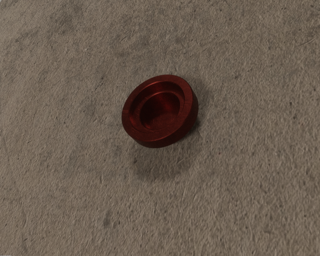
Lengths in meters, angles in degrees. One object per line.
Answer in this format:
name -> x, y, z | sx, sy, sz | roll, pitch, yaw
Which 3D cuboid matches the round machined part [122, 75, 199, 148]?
round machined part -> 0.003, -0.018, 0.401 | 0.098, 0.042, 0.098 | -13, 56, 20
